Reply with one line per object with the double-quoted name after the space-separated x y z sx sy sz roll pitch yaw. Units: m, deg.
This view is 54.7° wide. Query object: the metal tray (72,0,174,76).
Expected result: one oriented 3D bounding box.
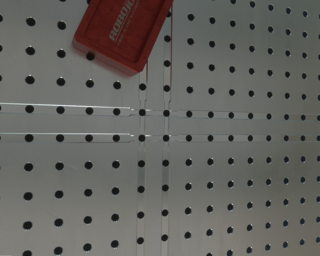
-0.043 -0.144 0.394 0.090 0.030 0.130 25 81 -19 "metal tray"
